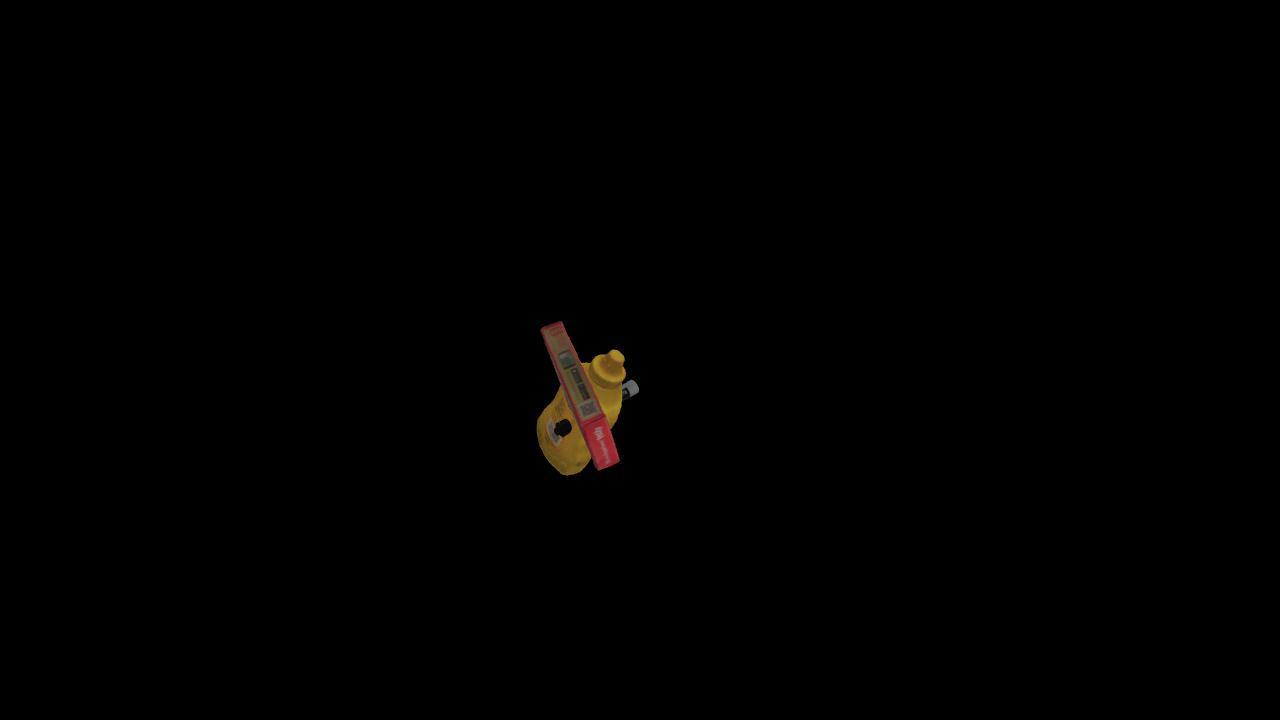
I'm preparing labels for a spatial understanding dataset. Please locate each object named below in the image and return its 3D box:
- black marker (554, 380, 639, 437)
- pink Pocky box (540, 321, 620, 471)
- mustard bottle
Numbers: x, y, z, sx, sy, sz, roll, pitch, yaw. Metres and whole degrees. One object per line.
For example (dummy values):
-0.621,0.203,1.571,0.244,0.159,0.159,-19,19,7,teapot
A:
-0.053,0.059,0.746,0.121,0.020,0.020,-29,15,-29,black marker
-0.066,0.037,0.671,0.029,0.084,0.155,-22,48,-8,pink Pocky box
-0.065,0.053,0.730,0.054,0.092,0.184,-1,-40,-36,mustard bottle
